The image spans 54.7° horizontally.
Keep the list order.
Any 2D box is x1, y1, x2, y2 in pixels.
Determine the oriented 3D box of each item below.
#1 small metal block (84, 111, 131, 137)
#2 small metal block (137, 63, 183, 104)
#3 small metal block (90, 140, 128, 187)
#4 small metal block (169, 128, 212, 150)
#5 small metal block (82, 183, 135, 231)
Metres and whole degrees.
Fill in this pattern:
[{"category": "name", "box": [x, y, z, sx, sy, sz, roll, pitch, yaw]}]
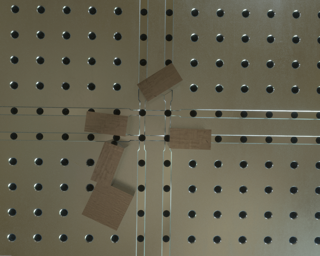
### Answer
[{"category": "small metal block", "box": [-0.065, -0.005, 0.400, 0.050, 0.050, 0.025, 7, 90, -1]}, {"category": "small metal block", "box": [0.000, -0.056, 0.401, 0.050, 0.050, 0.025, -32, 90, 0]}, {"category": "small metal block", "box": [-0.064, 0.044, 0.400, 0.025, 0.050, 0.050, 21, 90, 0]}, {"category": "small metal block", "box": [0.037, 0.013, 0.401, 0.050, 0.050, 0.025, 2, 90, -1]}, {"category": "small metal block", "box": [-0.068, 0.100, 0.413, 0.050, 0.025, 0.050, 26, 90, -1]}]
